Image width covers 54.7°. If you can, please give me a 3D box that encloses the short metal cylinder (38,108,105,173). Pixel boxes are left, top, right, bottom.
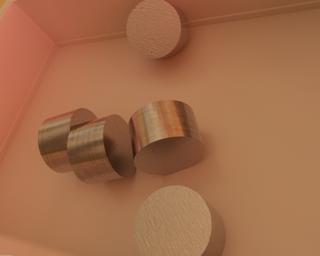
[{"bbox_3d":[-0.117,0.018,0.421,0.050,0.080,0.080,-15,56,20],"label":"short metal cylinder"}]

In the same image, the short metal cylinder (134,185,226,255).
[{"bbox_3d":[0.021,0.105,0.315,0.080,0.050,0.080,-13,56,21],"label":"short metal cylinder"}]

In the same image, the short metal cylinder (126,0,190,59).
[{"bbox_3d":[-0.002,-0.142,0.452,0.080,0.050,0.079,4,104,18],"label":"short metal cylinder"}]

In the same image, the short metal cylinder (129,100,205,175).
[{"bbox_3d":[0.007,0.013,0.359,0.080,0.080,0.050,-23,53,14],"label":"short metal cylinder"}]

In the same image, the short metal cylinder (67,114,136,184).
[{"bbox_3d":[-0.070,0.027,0.391,0.050,0.080,0.080,-14,56,20],"label":"short metal cylinder"}]
